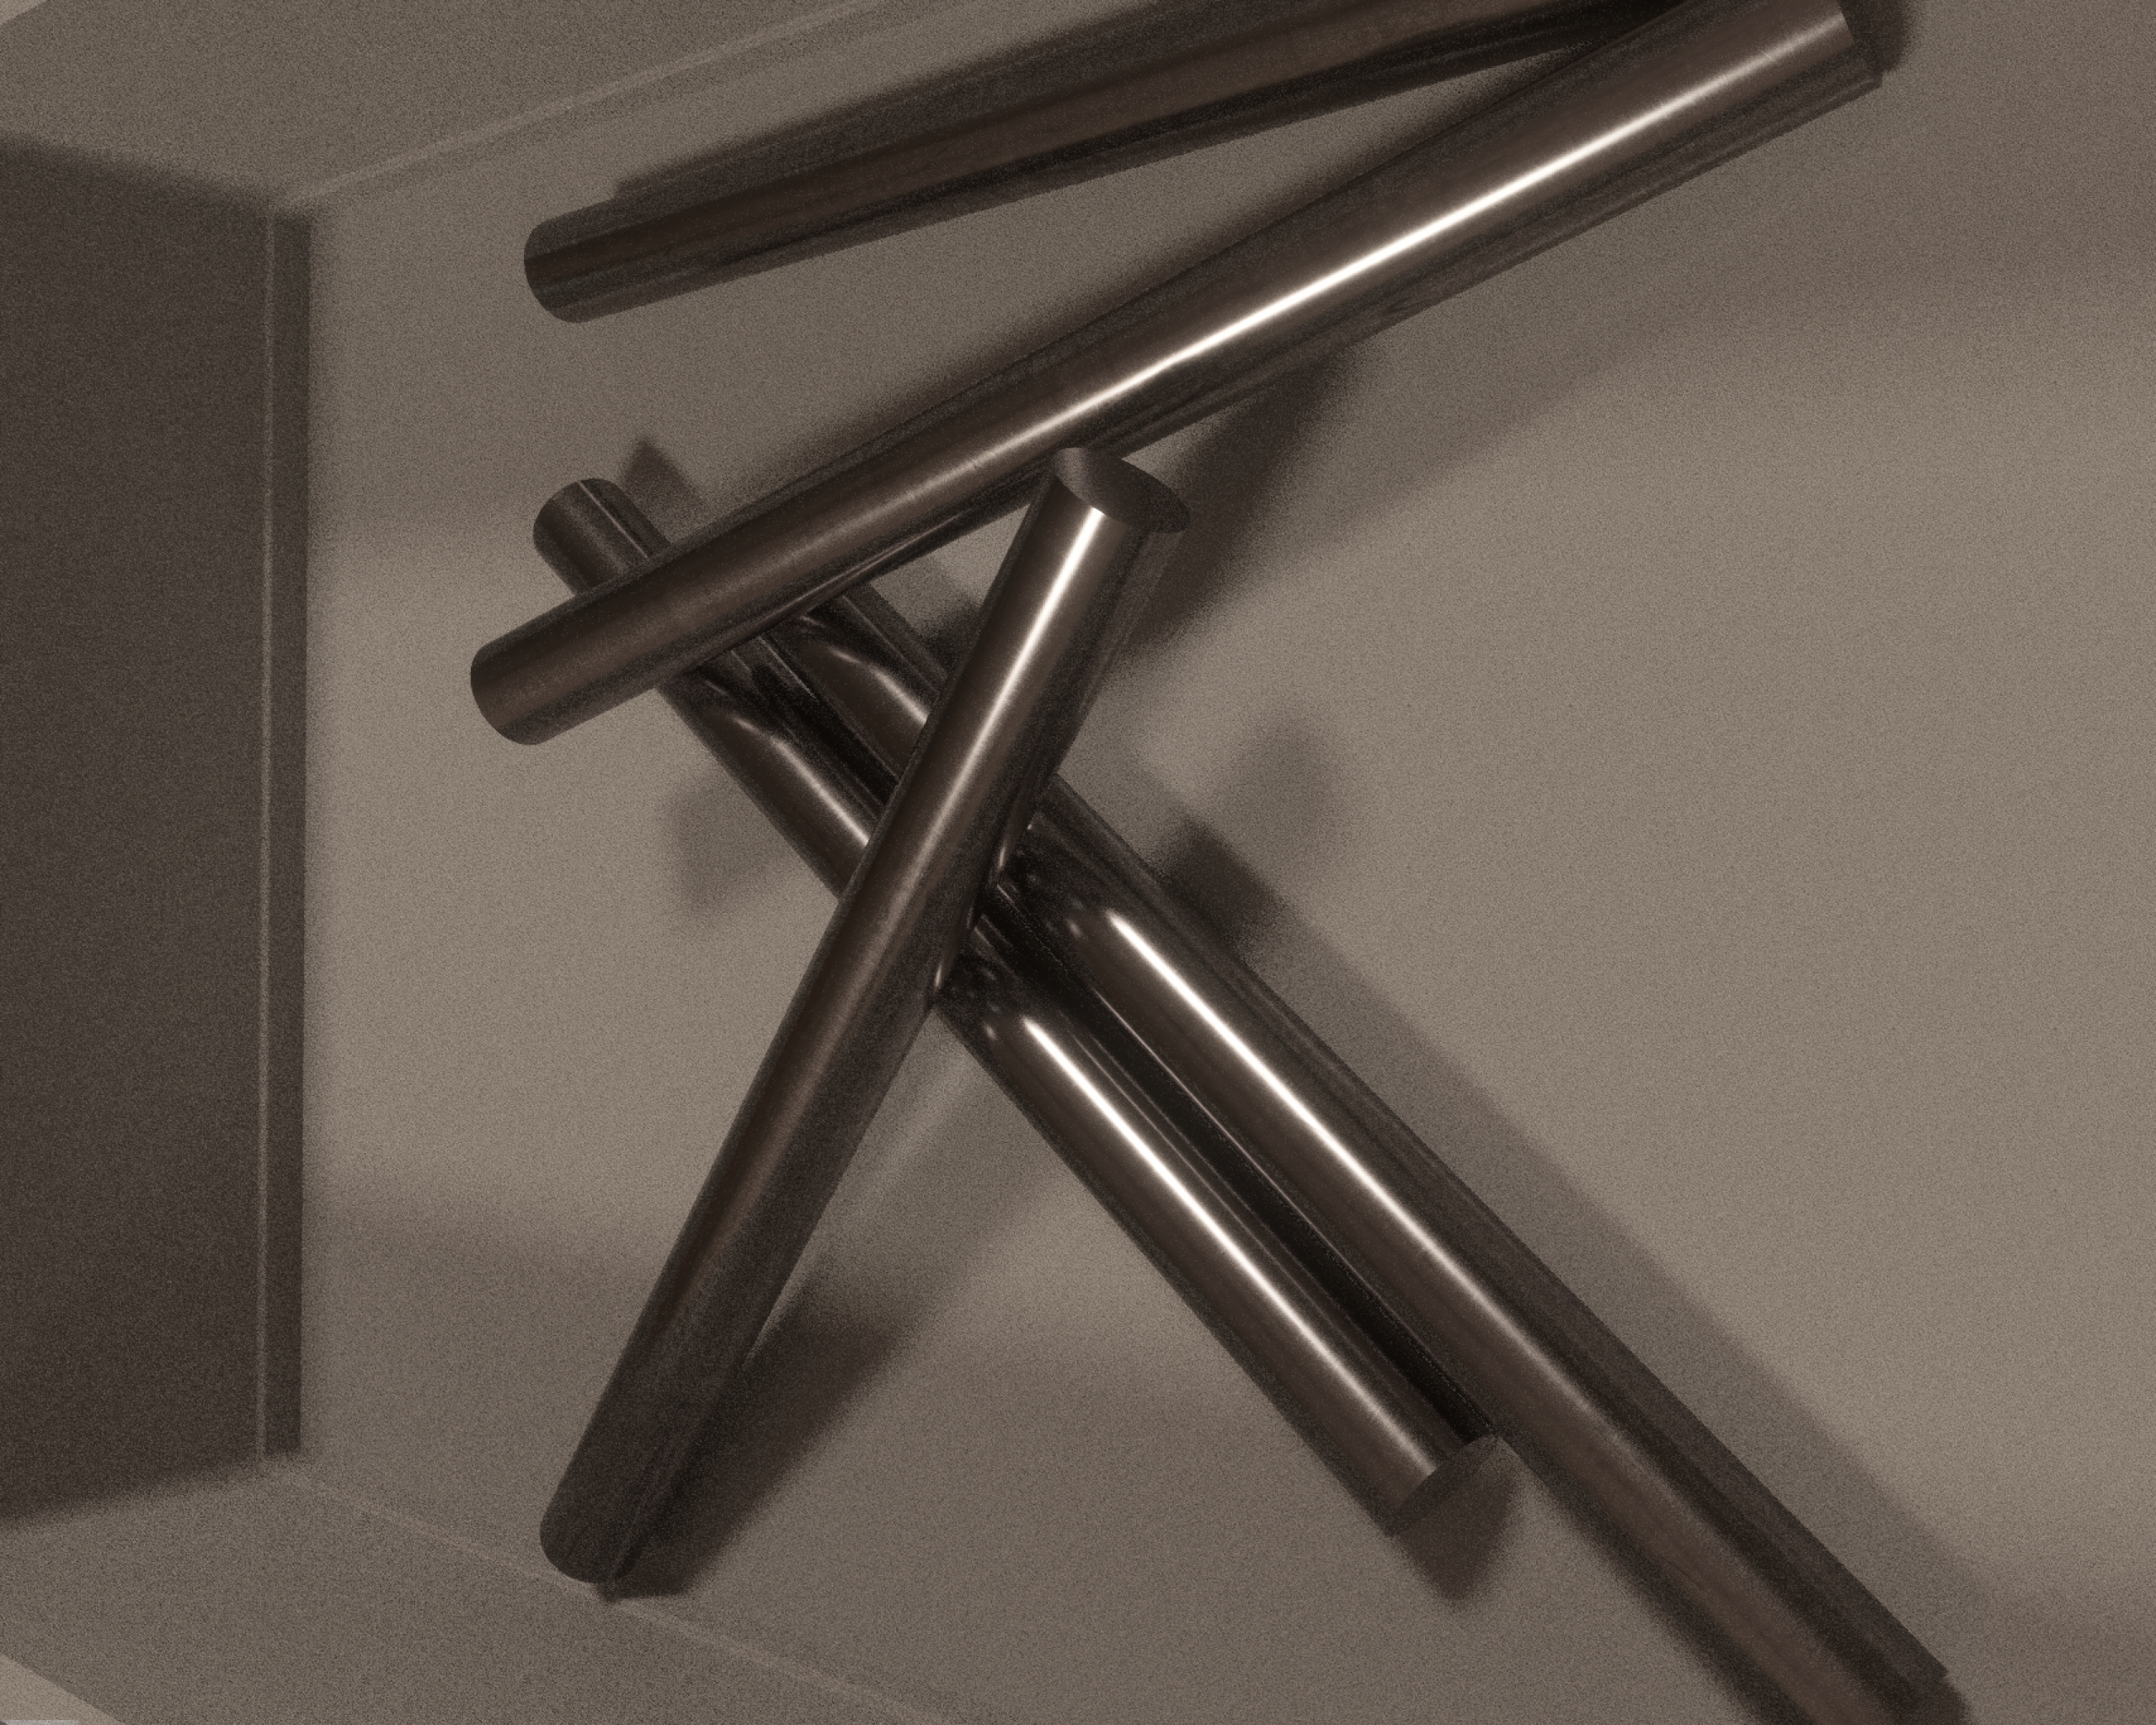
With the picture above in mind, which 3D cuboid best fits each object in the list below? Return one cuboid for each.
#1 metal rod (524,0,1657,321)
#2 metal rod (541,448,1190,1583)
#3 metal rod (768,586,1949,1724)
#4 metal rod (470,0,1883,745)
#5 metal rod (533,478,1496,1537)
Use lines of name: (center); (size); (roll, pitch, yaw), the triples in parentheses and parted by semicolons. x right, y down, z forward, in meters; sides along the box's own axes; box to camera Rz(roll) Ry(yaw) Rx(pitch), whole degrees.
metal rod: (-0.007, -0.145, 0.410); (0.300, 0.025, 0.025); (-1, 90, 39)
metal rod: (-0.055, 0.050, 0.422); (0.025, 0.025, 0.298); (48, 126, 29)
metal rod: (0.029, 0.034, 0.381); (0.300, 0.025, 0.025); (46, 117, 30)
metal rod: (-0.005, -0.083, 0.388); (0.300, 0.025, 0.025); (-20, 77, 31)
metal rod: (-0.029, 0.012, 0.428); (0.300, 0.025, 0.025); (46, 117, 30)
